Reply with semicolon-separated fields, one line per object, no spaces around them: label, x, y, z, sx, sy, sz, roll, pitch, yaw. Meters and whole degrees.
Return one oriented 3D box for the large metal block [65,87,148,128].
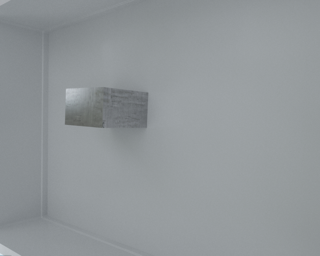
large metal block;-0.074;-0.027;0.433;0.080;0.081;0.050;4;93;40
